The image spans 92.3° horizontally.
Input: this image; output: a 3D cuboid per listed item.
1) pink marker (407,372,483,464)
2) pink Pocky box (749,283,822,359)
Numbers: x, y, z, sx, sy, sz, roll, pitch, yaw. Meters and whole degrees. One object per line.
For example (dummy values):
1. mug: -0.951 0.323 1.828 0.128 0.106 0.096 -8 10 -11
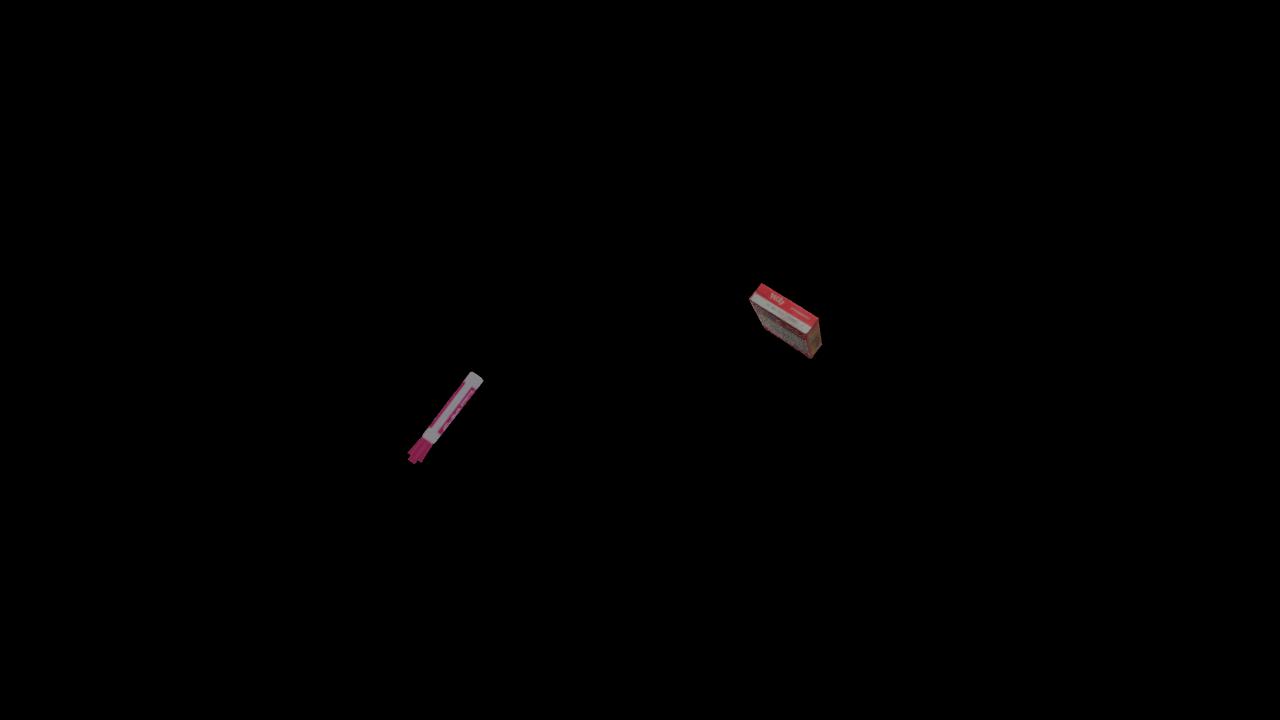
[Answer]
1. pink marker: -0.223 0.066 0.704 0.020 0.121 0.020 29 -21 12
2. pink Pocky box: 0.192 -0.048 0.798 0.084 0.029 0.155 37 2 21
